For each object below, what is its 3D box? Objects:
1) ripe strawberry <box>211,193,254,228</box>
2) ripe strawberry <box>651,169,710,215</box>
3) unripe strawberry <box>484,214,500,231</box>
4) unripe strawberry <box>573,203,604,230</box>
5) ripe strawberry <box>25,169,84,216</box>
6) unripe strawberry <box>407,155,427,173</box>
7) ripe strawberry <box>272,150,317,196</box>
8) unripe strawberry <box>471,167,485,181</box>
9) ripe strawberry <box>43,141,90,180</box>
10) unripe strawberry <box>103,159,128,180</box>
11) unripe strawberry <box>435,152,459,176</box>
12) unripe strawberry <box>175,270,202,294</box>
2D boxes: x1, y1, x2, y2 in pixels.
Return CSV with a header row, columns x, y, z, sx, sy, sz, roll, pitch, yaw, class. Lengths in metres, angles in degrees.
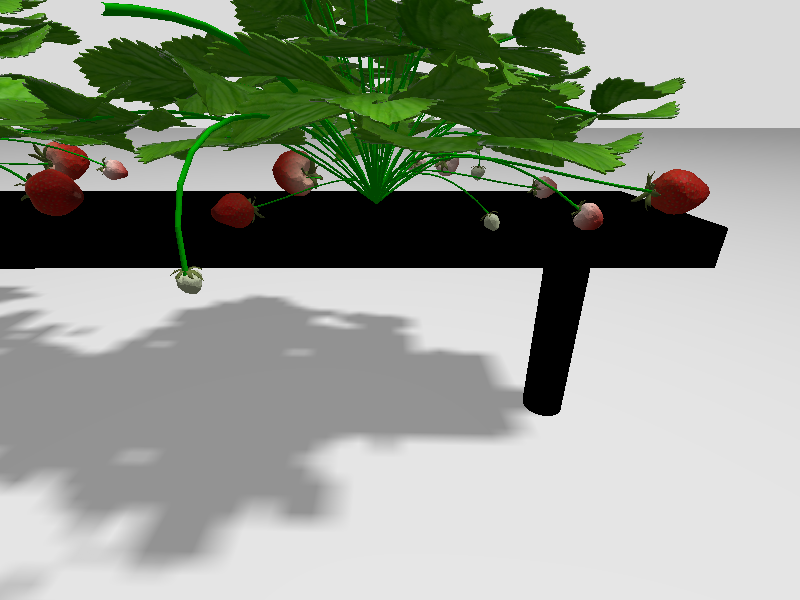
x,y,z,sx,sy,sz,roll,pitch,yaw,class
-0.111,-0.059,0.265,0.026,0.022,0.026,-22,33,-38,ripe strawberry
0.208,-0.081,0.299,0.038,0.033,0.038,5,25,10,ripe strawberry
0.061,-0.051,0.265,0.011,0.011,0.010,-21,-5,-38,unripe strawberry
0.122,-0.053,0.259,0.017,0.018,0.016,41,38,14,unripe strawberry
-0.258,-0.080,0.302,0.035,0.034,0.032,8,26,9,ripe strawberry
0.022,-0.174,0.516,0.025,0.021,0.025,5,10,11,unripe strawberry
-0.103,-0.120,0.381,0.043,0.043,0.040,13,28,27,ripe strawberry
0.092,-0.149,0.473,0.015,0.015,0.013,18,31,34,unripe strawberry
-0.380,-0.159,0.459,0.038,0.043,0.041,16,29,30,ripe strawberry
-0.326,-0.149,0.460,0.026,0.023,0.023,25,8,42,unripe strawberry
0.060,-0.171,0.502,0.030,0.032,0.033,11,11,22,unripe strawberry
-0.085,-0.007,0.162,0.011,0.010,0.010,8,26,16,unripe strawberry
